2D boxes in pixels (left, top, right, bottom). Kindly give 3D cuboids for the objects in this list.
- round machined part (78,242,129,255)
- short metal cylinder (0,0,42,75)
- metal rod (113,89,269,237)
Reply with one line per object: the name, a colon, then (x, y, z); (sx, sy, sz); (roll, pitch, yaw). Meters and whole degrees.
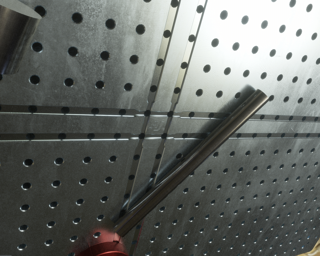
round machined part: (-0.092, 0.234, 0.495); (0.099, 0.042, 0.097); (-14, 124, -21)
short metal cylinder: (-0.144, -0.084, 0.245); (0.080, 0.080, 0.050); (20, 108, -36)
metal rod: (0.045, 0.054, 0.468); (0.300, 0.025, 0.025); (-44, 129, 2)
